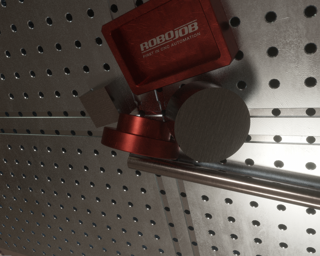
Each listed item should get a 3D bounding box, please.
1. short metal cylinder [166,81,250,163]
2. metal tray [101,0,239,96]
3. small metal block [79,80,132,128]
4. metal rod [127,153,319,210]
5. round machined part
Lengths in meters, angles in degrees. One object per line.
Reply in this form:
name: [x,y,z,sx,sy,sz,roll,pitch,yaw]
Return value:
short metal cylinder: [0.050,-0.008,0.338,0.081,0.050,0.079,-3,106,-9]
metal tray: [0.008,-0.096,0.342,0.130,0.030,0.090,-14,112,33]
small metal block: [-0.076,-0.032,0.429,0.050,0.025,0.050,-15,111,34]
metal rod: [0.095,0.069,0.403,0.301,0.025,0.025,9,122,23]
round machined part: [-0.021,0.008,0.390,0.098,0.098,0.042,12,90,21]
